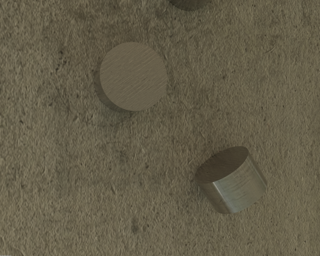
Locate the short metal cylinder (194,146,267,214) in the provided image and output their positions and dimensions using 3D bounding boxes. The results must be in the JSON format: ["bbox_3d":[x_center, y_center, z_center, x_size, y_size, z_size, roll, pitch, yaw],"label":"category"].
[{"bbox_3d":[0.094,0.068,0.414,0.080,0.080,0.050,-37,102,-16],"label":"short metal cylinder"}]

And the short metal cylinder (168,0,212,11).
[{"bbox_3d":[0.046,-0.204,0.412,0.081,0.050,0.080,0,90,-20],"label":"short metal cylinder"}]

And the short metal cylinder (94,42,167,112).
[{"bbox_3d":[-0.038,-0.060,0.382,0.081,0.050,0.080,0,90,-20],"label":"short metal cylinder"}]
